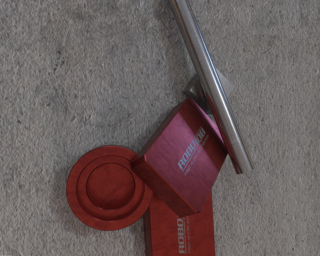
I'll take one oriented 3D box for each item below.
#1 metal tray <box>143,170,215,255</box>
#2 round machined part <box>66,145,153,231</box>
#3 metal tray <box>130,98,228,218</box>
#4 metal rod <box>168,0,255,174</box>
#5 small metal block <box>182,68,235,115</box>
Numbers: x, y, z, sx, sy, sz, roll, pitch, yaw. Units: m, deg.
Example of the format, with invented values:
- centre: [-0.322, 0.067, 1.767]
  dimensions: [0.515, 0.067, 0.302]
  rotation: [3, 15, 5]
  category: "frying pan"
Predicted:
- centre: [0.025, 0.126, 0.417]
  dimensions: [0.091, 0.030, 0.129]
  rotation: [-4, 92, -20]
  category: "metal tray"
- centre: [-0.059, 0.068, 0.373]
  dimensions: [0.099, 0.042, 0.097]
  rotation: [0, 91, -9]
  category: "round machined part"
- centre: [0.032, 0.032, 0.383]
  dimensions: [0.090, 0.030, 0.131]
  rotation: [47, 45, -9]
  category: "metal tray"
- centre: [0.057, -0.084, 0.406]
  dimensions: [0.025, 0.025, 0.299]
  rotation: [-20, 88, -19]
  category: "metal rod"
- centre: [0.068, -0.054, 0.436]
  dimensions: [0.050, 0.025, 0.050]
  rotation: [41, 77, -16]
  category: "small metal block"
